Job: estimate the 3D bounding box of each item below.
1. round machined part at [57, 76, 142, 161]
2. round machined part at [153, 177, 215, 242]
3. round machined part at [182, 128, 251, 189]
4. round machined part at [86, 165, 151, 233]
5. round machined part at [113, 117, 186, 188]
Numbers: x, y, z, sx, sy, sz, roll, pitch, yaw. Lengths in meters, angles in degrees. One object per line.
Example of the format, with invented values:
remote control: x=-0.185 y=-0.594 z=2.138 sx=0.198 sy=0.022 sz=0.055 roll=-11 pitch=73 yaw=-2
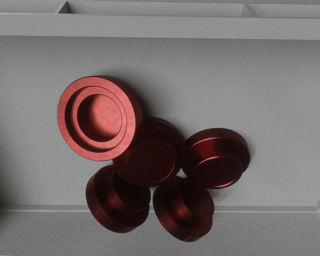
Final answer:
round machined part: x=-0.067 y=-0.013 z=0.367 sx=0.098 sy=0.042 sz=0.097 roll=3 pitch=102 yaw=15
round machined part: x=0.041 y=0.113 z=0.457 sx=0.098 sy=0.098 sz=0.042 roll=28 pitch=124 yaw=-22
round machined part: x=0.079 y=0.050 z=0.441 sx=0.099 sy=0.042 sz=0.097 roll=0 pitch=130 yaw=0
round machined part: x=-0.052 y=0.094 z=0.441 sx=0.098 sy=0.098 sz=0.042 roll=34 pitch=123 yaw=-25
round machined part: x=-0.013 y=0.038 z=0.409 sx=0.099 sy=0.042 sz=0.097 roll=-4 pitch=113 yaw=-10
